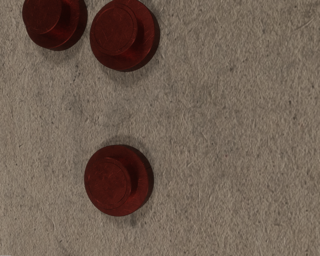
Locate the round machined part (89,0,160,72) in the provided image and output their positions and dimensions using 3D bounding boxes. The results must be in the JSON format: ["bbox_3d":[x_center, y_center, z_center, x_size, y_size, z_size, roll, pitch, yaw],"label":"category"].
[{"bbox_3d":[-0.053,-0.127,0.418,0.098,0.042,0.097,0,90,19],"label":"round machined part"}]

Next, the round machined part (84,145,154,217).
[{"bbox_3d":[-0.061,0.072,0.420,0.098,0.042,0.097,0,90,19],"label":"round machined part"}]

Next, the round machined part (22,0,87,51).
[{"bbox_3d":[-0.161,-0.166,0.455,0.098,0.042,0.097,0,90,19],"label":"round machined part"}]
